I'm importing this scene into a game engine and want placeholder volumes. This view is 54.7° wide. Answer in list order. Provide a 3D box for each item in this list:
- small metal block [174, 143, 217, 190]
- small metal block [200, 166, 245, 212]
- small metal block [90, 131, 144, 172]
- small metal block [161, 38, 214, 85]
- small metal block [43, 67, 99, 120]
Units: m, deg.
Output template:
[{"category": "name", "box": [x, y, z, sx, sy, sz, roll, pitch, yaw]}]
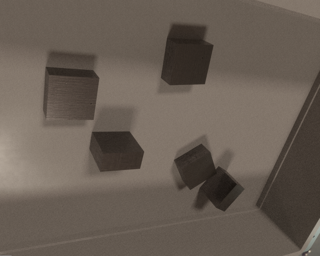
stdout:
[{"category": "small metal block", "box": [0.055, 0.060, 0.478, 0.050, 0.025, 0.050, -30, 129, -9]}, {"category": "small metal block", "box": [0.102, 0.100, 0.513, 0.025, 0.050, 0.050, 33, 100, -39]}, {"category": "small metal block", "box": [-0.054, 0.027, 0.381, 0.050, 0.050, 0.025, 0, 119, -29]}, {"category": "small metal block", "box": [0.033, -0.081, 0.378, 0.050, 0.025, 0.050, -6, 121, -26]}, {"category": "small metal block", "box": [-0.097, -0.036, 0.334, 0.050, 0.025, 0.050, -1, 119, -28]}]
